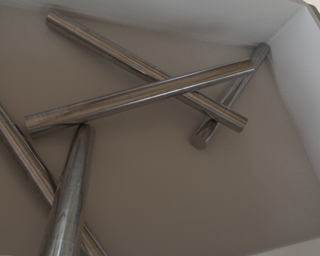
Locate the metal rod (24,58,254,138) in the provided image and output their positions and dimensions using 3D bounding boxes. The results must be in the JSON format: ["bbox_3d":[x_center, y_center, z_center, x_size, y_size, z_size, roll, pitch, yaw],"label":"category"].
[{"bbox_3d":[-0.008,-0.044,0.386,0.302,0.025,0.025,-18,71,-21],"label":"metal rod"}]

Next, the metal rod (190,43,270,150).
[{"bbox_3d":[0.129,-0.068,0.518,0.025,0.025,0.301,41,51,-1],"label":"metal rod"}]

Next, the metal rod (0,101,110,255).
[{"bbox_3d":[-0.140,0.026,0.314,0.025,0.025,0.300,-32,80,-38],"label":"metal rod"}]

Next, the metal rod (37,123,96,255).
[{"bbox_3d":[-0.067,0.066,0.223,0.025,0.025,0.300,21,19,-16],"label":"metal rod"}]

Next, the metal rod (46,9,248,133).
[{"bbox_3d":[-0.016,-0.076,0.426,0.301,0.025,0.025,29,52,-3],"label":"metal rod"}]
